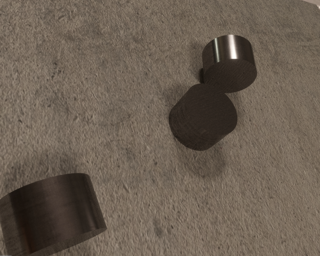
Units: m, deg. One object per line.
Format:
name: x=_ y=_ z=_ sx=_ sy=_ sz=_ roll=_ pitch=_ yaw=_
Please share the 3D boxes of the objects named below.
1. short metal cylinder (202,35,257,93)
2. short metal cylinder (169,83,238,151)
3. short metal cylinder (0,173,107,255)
short metal cylinder: x=0.108 y=-0.099 z=0.490 sx=0.081 sy=0.080 sz=0.050 roll=15 pitch=56 yaw=-21
short metal cylinder: x=0.059 y=-0.015 z=0.431 sx=0.081 sy=0.050 sz=0.080 roll=14 pitch=56 yaw=-21
short metal cylinder: x=-0.093 y=0.079 z=0.271 sx=0.081 sy=0.080 sz=0.050 roll=-11 pitch=68 yaw=-33
